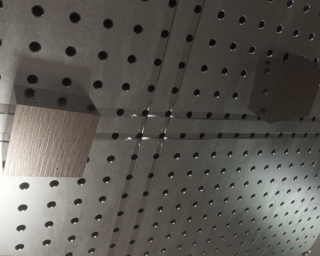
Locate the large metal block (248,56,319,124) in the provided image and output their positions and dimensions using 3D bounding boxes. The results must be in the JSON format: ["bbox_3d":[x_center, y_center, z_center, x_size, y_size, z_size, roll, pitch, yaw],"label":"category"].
[{"bbox_3d":[0.187,-0.059,0.464,0.081,0.050,0.079,-10,123,-24],"label":"large metal block"}]

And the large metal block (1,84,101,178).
[{"bbox_3d":[-0.119,0.005,0.334,0.081,0.050,0.079,7,115,-32],"label":"large metal block"}]
